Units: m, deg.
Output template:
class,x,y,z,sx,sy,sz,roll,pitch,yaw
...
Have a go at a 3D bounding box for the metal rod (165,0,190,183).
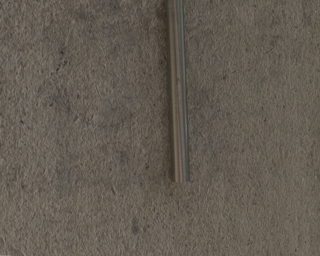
class,x,y,z,sx,sy,sz,roll,pitch,yaw
metal rod,0.023,-0.078,0.416,0.025,0.025,0.298,-3,91,-20
